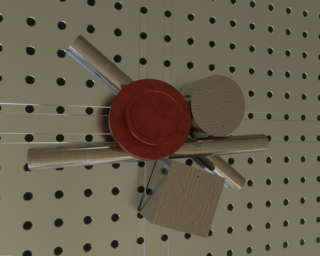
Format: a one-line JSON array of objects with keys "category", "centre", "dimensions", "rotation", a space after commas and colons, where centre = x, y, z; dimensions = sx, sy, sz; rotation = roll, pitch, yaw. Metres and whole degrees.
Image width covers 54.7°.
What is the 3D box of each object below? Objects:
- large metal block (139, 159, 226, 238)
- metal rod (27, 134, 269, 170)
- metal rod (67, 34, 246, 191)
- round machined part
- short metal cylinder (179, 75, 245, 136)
[{"category": "large metal block", "centre": [0.029, 0.089, 0.409], "dimensions": [0.080, 0.050, 0.080], "rotation": [21, 83, -19]}, {"category": "metal rod", "centre": [-0.004, 0.028, 0.392], "dimensions": [0.302, 0.025, 0.025], "rotation": [-3, 91, -13]}, {"category": "metal rod", "centre": [0.006, -0.011, 0.416], "dimensions": [0.300, 0.025, 0.025], "rotation": [40, 77, -16]}, {"category": "round machined part", "centre": [-0.009, -0.011, 0.365], "dimensions": [0.099, 0.042, 0.097], "rotation": [2, 81, -14]}, {"category": "short metal cylinder", "centre": [0.068, -0.029, 0.425], "dimensions": [0.081, 0.050, 0.079], "rotation": [0, 90, -21]}]
